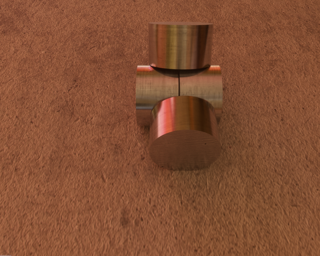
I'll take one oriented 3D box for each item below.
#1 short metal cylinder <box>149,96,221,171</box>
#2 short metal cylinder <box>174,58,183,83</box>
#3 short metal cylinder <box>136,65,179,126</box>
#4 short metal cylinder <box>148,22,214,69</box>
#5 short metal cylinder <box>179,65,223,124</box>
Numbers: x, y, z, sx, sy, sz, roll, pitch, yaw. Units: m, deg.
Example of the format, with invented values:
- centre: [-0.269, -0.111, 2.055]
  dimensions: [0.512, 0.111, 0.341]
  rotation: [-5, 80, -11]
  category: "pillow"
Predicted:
- centre: [0.028, 0.008, 0.363]
  dimensions: [0.081, 0.080, 0.050]
  rotation: [0, 50, 0]
  category: "short metal cylinder"
- centre: [0.031, -0.093, 0.468]
  dimensions: [0.081, 0.050, 0.080]
  rotation: [0, 50, 0]
  category: "short metal cylinder"
- centre: [-0.003, -0.042, 0.405]
  dimensions: [0.050, 0.080, 0.080]
  rotation: [1, 50, 0]
  category: "short metal cylinder"
- centre: [0.026, -0.107, 0.393]
  dimensions: [0.081, 0.050, 0.080]
  rotation: [1, 22, 0]
  category: "short metal cylinder"
- centre: [0.049, -0.042, 0.404]
  dimensions: [0.050, 0.080, 0.080]
  rotation: [0, 50, 0]
  category: "short metal cylinder"
